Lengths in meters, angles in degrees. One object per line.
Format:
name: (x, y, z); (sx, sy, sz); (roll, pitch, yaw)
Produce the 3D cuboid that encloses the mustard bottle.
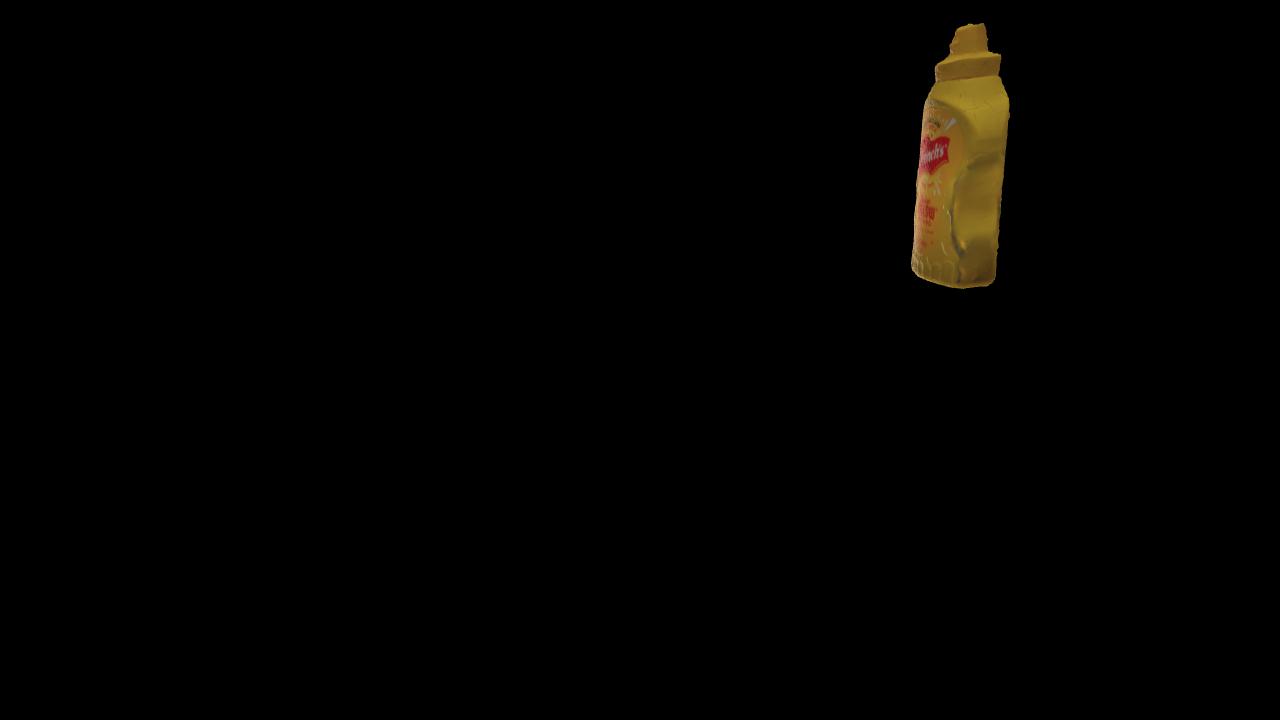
mustard bottle: (0.245, -0.154, 0.470); (0.054, 0.184, 0.092); (-2, 21, 9)
